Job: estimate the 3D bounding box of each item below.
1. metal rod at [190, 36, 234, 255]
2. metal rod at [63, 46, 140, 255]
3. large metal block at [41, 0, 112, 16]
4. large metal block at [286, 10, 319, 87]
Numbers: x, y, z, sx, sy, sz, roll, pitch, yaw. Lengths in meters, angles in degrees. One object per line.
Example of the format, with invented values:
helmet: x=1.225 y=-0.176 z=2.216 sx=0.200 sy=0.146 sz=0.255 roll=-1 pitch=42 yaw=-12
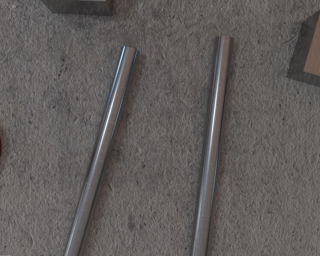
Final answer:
metal rod: x=0.069 y=0.030 z=0.410 sx=0.025 sy=0.025 sz=0.298 roll=7 pitch=90 yaw=-1
metal rod: x=-0.079 y=0.040 z=0.408 sx=0.025 sy=0.025 sz=0.298 roll=16 pitch=90 yaw=-1
large metal block: x=-0.103 y=-0.194 z=0.396 sx=0.081 sy=0.050 sz=0.079 roll=3 pitch=90 yaw=-1
large metal block: x=0.223 y=-0.096 z=0.400 sx=0.080 sy=0.050 sz=0.080 roll=16 pitch=90 yaw=-1
